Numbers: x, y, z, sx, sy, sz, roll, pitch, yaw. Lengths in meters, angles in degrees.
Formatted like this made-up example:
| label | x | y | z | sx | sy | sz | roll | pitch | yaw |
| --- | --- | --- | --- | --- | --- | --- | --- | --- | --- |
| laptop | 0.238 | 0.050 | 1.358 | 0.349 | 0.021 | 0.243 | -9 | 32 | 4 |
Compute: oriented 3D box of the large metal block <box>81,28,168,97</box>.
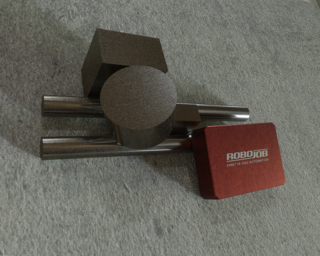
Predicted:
| label | x | y | z | sx | sy | sz | roll | pitch | yaw |
| --- | --- | --- | --- | --- | --- | --- | --- | --- | --- |
| large metal block | -0.048 | -0.072 | 0.390 | 0.081 | 0.080 | 0.050 | 1 | 62 | -28 |

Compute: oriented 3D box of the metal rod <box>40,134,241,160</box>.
| label | x | y | z | sx | sy | sz | roll | pitch | yaw |
| --- | --- | --- | --- | --- | --- | --- | --- | --- | --- |
| metal rod | 0.008 | 0.021 | 0.399 | 0.303 | 0.025 | 0.025 | 0 | 62 | -29 |

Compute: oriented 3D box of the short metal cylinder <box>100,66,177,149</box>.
| label | x | y | z | sx | sy | sz | roll | pitch | yaw |
| --- | --- | --- | --- | --- | --- | --- | --- | --- | --- |
| short metal cylinder | -0.023 | -0.023 | 0.346 | 0.081 | 0.050 | 0.080 | 1 | 63 | -1 |

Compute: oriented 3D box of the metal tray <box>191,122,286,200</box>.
| label | x | y | z | sx | sy | sz | roll | pitch | yaw |
| --- | --- | --- | --- | --- | --- | --- | --- | --- | --- |
| metal tray | 0.109 | 0.041 | 0.419 | 0.131 | 0.030 | 0.090 | -3 | 81 | -31 |

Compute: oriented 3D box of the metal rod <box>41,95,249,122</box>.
| label | x | y | z | sx | sy | sz | roll | pitch | yaw |
| --- | --- | --- | --- | --- | --- | --- | --- | --- | --- |
| metal rod | 0.001 | -0.024 | 0.422 | 0.303 | 0.025 | 0.025 | 1 | 62 | -28 |

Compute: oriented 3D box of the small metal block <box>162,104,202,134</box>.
| label | x | y | z | sx | sy | sz | roll | pitch | yaw |
| --- | --- | --- | --- | --- | --- | --- | --- | --- | --- |
| small metal block | 0.017 | -0.008 | 0.404 | 0.050 | 0.050 | 0.025 | 1 | 62 | -28 |
